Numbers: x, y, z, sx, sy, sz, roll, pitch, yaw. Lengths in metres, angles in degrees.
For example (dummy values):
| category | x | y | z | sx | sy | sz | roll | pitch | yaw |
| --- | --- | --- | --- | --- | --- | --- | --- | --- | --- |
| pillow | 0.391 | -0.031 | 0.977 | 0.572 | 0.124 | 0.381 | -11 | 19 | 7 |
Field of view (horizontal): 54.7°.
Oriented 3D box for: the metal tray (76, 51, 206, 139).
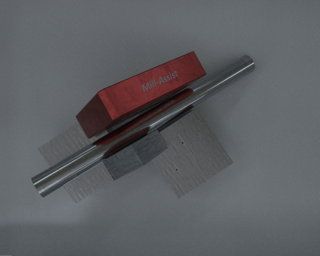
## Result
| category | x | y | z | sx | sy | sz | roll | pitch | yaw |
| --- | --- | --- | --- | --- | --- | --- | --- | --- | --- |
| metal tray | -0.021 | -0.037 | 0.350 | 0.131 | 0.090 | 0.030 | -30 | 92 | -32 |

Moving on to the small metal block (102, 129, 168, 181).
| category | x | y | z | sx | sy | sz | roll | pitch | yaw |
| --- | --- | --- | --- | --- | --- | --- | --- | --- | --- |
| small metal block | -0.027 | 0.030 | 0.349 | 0.050 | 0.050 | 0.025 | -30 | 90 | 36 |

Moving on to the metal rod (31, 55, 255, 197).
| category | x | y | z | sx | sy | sz | roll | pitch | yaw |
| --- | --- | --- | --- | --- | --- | --- | --- | --- | --- |
| metal rod | -0.007 | -0.011 | 0.373 | 0.302 | 0.025 | 0.025 | -31 | 90 | -16 |

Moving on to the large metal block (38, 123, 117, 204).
| category | x | y | z | sx | sy | sz | roll | pitch | yaw |
| --- | --- | --- | --- | --- | --- | --- | --- | --- | --- |
| large metal block | -0.090 | 0.036 | 0.394 | 0.080 | 0.050 | 0.080 | -34 | 90 | 0 |

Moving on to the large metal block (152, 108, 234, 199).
| category | x | y | z | sx | sy | sz | roll | pitch | yaw |
| --- | --- | --- | --- | --- | --- | --- | --- | --- | --- |
| large metal block | 0.033 | 0.031 | 0.398 | 0.080 | 0.050 | 0.080 | -34 | 90 | 0 |
